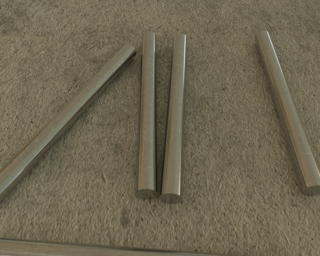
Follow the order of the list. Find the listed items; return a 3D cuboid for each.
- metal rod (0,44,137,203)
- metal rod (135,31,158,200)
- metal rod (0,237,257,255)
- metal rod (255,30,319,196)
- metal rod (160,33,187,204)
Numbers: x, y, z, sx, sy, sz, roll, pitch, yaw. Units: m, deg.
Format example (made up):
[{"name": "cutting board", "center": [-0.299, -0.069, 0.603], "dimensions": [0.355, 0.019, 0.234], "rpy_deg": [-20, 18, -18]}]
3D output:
[{"name": "metal rod", "center": [-0.118, -0.025, 0.422], "dimensions": [0.025, 0.025, 0.301], "rpy_deg": [22, 53, 17]}, {"name": "metal rod", "center": [-0.017, -0.042, 0.437], "dimensions": [0.025, 0.025, 0.300], "rpy_deg": [0, 50, -1]}, {"name": "metal rod", "center": [-0.021, 0.127, 0.295], "dimensions": [0.302, 0.025, 0.025], "rpy_deg": [3, 50, 2]}, {"name": "metal rod", "center": [0.175, -0.044, 0.442], "dimensions": [0.025, 0.025, 0.300], "rpy_deg": [1, 50, 0]}, {"name": "metal rod", "center": [0.023, -0.037, 0.434], "dimensions": [0.025, 0.025, 0.300], "rpy_deg": [4, 50, 2]}]
